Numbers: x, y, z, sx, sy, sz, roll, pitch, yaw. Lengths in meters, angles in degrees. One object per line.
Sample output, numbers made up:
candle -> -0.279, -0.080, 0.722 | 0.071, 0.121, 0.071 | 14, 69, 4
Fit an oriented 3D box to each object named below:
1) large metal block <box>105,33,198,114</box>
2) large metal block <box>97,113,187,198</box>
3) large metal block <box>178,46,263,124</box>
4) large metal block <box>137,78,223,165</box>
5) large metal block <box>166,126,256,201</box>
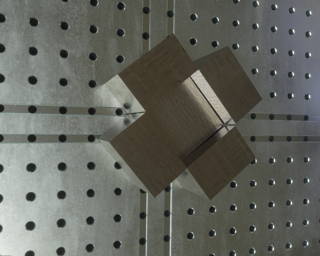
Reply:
large metal block -> -0.014, -0.062, 0.378 | 0.080, 0.080, 0.050 | -40, 103, -15
large metal block -> -0.025, 0.030, 0.374 | 0.050, 0.080, 0.080 | -41, 103, -15
large metal block -> 0.073, -0.052, 0.410 | 0.050, 0.080, 0.080 | -41, 103, -16
large metal block -> 0.020, -0.011, 0.405 | 0.080, 0.050, 0.080 | -40, 101, -14
large metal block -> 0.061, 0.041, 0.407 | 0.080, 0.080, 0.050 | -39, 103, -16
